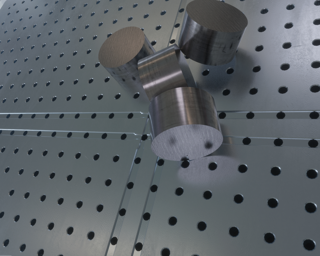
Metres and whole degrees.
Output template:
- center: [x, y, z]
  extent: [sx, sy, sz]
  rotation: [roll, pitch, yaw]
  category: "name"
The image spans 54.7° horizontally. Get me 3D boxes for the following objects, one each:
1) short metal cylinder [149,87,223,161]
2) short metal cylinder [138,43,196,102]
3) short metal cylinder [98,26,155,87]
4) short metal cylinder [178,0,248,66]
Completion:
- center: [0.028, -0.002, 0.360]
  extent: [0.080, 0.080, 0.050]
  rotation: [-18, 55, 18]
  category: "short metal cylinder"
- center: [0.013, -0.062, 0.405]
  extent: [0.050, 0.080, 0.080]
  rotation: [-21, 54, 16]
  category: "short metal cylinder"
- center: [-0.048, -0.111, 0.486]
  extent: [0.080, 0.050, 0.080]
  rotation: [-13, 56, 21]
  category: "short metal cylinder"
- center: [0.068, -0.128, 0.411]
  extent: [0.081, 0.050, 0.080]
  rotation: [6, 48, -7]
  category: "short metal cylinder"
